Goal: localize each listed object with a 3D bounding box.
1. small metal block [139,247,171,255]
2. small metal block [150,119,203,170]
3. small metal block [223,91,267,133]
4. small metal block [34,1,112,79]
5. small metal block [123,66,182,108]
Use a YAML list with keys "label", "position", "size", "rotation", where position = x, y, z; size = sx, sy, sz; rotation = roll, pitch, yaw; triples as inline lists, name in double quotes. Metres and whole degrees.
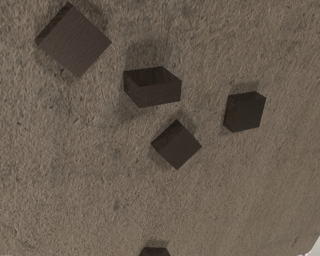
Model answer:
- label: "small metal block"
  position: [-0.015, 0.240, 0.550]
  size: [0.050, 0.025, 0.050]
  rotation: [19, 108, -36]
- label: "small metal block"
  position: [0.024, 0.024, 0.437]
  size: [0.050, 0.025, 0.050]
  rotation: [-43, 130, 1]
- label: "small metal block"
  position: [0.126, -0.024, 0.463]
  size: [0.050, 0.025, 0.050]
  rotation: [-11, 123, -23]
- label: "small metal block"
  position: [-0.086, -0.087, 0.307]
  size: [0.050, 0.025, 0.050]
  rotation: [-47, 130, 4]
- label: "small metal block"
  position: [-0.010, -0.048, 0.357]
  size: [0.050, 0.050, 0.025]
  rotation: [-12, 124, -22]
